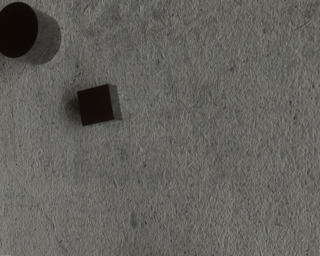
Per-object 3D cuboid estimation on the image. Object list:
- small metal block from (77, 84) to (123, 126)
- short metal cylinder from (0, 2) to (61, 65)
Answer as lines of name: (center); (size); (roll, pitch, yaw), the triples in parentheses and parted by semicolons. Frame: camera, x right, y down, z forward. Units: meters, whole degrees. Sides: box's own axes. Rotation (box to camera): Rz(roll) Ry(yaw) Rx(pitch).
small metal block: (-0.085, -0.031, 0.438); (0.050, 0.025, 0.050); (-11, 86, 19)
short metal cylinder: (-0.197, -0.139, 0.463); (0.080, 0.050, 0.079); (0, 90, 19)
